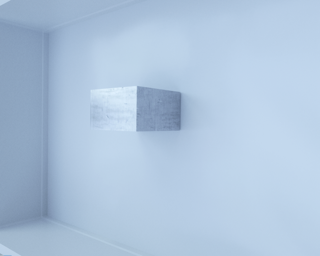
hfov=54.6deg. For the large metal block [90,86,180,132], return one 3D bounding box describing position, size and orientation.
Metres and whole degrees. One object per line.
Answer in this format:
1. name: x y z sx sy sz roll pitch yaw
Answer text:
1. large metal block: -0.031 -0.022 0.395 0.080 0.081 0.050 2 91 40
